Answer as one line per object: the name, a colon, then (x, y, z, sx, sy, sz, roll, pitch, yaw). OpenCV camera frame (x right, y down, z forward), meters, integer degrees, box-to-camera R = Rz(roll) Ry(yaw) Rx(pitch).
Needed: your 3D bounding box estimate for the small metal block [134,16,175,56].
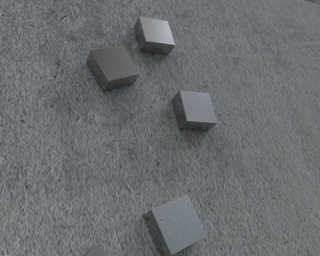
small metal block: (-0.009, -0.144, 0.486, 0.050, 0.025, 0.050, -1, 62, -29)

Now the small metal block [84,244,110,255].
small metal block: (-0.059, 0.145, 0.283, 0.050, 0.025, 0.050, 41, 51, -1)

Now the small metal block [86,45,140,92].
small metal block: (-0.064, -0.081, 0.419, 0.050, 0.025, 0.050, -22, 73, -36)

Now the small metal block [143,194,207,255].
small metal block: (0.016, 0.109, 0.346, 0.050, 0.025, 0.050, -14, 69, -34)

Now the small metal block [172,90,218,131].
small metal block: (0.049, -0.024, 0.445, 0.050, 0.025, 0.050, 3, 60, -27)
